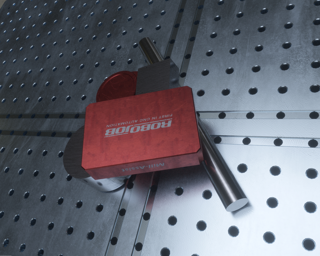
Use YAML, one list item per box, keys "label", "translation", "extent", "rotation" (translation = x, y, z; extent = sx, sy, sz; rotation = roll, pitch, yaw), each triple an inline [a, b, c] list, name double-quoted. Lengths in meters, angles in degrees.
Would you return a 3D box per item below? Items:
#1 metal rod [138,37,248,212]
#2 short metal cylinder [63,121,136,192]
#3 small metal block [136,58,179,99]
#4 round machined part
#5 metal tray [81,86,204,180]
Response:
- label: "metal rod"
  translation: [0.028, -0.028, 0.406]
  extent: [0.025, 0.025, 0.300]
  rotation: [-31, 52, 8]
- label: "short metal cylinder"
  translation: [-0.077, 0.037, 0.405]
  extent: [0.080, 0.050, 0.080]
  rotation: [-13, 56, 21]
- label: "small metal block"
  translation: [-0.003, -0.059, 0.411]
  extent: [0.050, 0.025, 0.050]
  rotation: [-12, 59, 27]
- label: "round machined part"
  translation: [-0.052, -0.043, 0.445]
  extent: [0.098, 0.042, 0.098]
  rotation: [-14, 56, 22]
- label: "metal tray"
  translation: [-0.021, 0.005, 0.359]
  extent: [0.131, 0.030, 0.090]
  rotation: [-9, 57, 8]
